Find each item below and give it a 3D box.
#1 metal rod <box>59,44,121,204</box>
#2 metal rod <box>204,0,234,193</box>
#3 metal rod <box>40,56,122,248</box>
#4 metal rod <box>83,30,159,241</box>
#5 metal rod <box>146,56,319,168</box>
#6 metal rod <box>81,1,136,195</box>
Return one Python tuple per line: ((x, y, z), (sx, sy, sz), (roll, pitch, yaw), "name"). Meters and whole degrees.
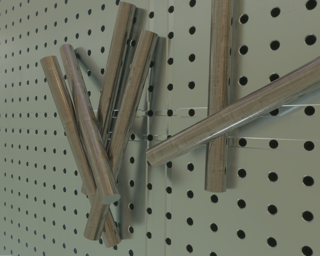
((-0.113, -0.025, 0.466), (0.025, 0.025, 0.299), (-47, 51, 30), "metal rod")
((0.069, -0.078, 0.353), (0.025, 0.025, 0.298), (3, 92, 40), "metal rod")
((-0.121, 0.035, 0.472), (0.025, 0.025, 0.299), (-20, 89, 38), "metal rod")
((-0.056, 0.013, 0.435), (0.025, 0.025, 0.298), (20, 96, 38), "metal rod")
((0.106, -0.029, 0.299), (0.299, 0.025, 0.025), (-30, 71, 28), "metal rod")
((-0.081, -0.037, 0.477), (0.025, 0.025, 0.298), (23, 104, 38), "metal rod")
